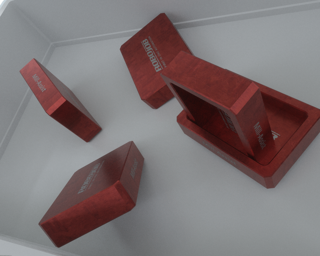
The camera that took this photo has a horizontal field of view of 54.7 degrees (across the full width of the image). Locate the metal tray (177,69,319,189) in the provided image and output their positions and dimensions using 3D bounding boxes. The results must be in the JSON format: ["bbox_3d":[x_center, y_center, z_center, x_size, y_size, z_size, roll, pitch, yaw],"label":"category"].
[{"bbox_3d":[0.094,-0.006,0.344,0.090,0.030,0.130,-47,51,-10],"label":"metal tray"}]

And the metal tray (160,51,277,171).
[{"bbox_3d":[0.063,-0.013,0.312,0.090,0.130,0.030,35,81,38],"label":"metal tray"}]

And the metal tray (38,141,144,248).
[{"bbox_3d":[-0.067,0.065,0.347,0.090,0.030,0.130,-29,13,8],"label":"metal tray"}]

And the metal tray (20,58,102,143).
[{"bbox_3d":[-0.150,-0.042,0.466,0.030,0.090,0.130,-44,51,-2],"label":"metal tray"}]

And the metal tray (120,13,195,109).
[{"bbox_3d":[-0.002,-0.101,0.456,0.090,0.030,0.130,-35,51,14],"label":"metal tray"}]
